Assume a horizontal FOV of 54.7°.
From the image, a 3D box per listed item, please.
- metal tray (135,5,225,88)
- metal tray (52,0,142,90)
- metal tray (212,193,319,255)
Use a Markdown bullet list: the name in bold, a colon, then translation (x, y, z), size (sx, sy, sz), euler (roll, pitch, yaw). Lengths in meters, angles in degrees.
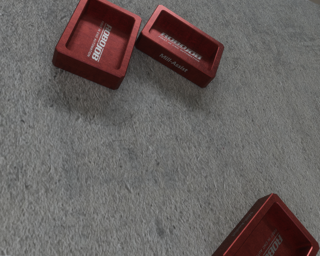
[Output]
- **metal tray**: translation (0.035, -0.132, 0.499), size (0.131, 0.030, 0.090), euler (30, 52, -9)
- **metal tray**: translation (-0.082, -0.124, 0.431), size (0.091, 0.030, 0.130), euler (21, 54, -16)
- **metal tray**: translation (0.131, 0.153, 0.377), size (0.131, 0.030, 0.090), euler (-33, 80, -38)
